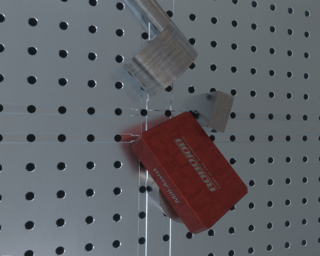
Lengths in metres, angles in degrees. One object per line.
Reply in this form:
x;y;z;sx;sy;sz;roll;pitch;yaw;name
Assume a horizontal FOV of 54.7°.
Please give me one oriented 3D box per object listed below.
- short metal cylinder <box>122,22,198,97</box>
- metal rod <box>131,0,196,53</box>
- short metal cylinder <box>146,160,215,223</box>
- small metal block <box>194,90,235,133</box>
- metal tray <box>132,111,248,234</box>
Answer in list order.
0.000;-0.084;0.383;0.050;0.080;0.080;46;76;-15;short metal cylinder
-0.057;-0.207;0.391;0.025;0.025;0.300;-46;104;-14;metal rod
0.028;0.079;0.410;0.081;0.050;0.079;0;90;-20;short metal cylinder
0.071;-0.021;0.426;0.025;0.050;0.050;20;84;-19;small metal block
0.038;0.050;0.383;0.091;0.030;0.130;-27;76;-39;metal tray
